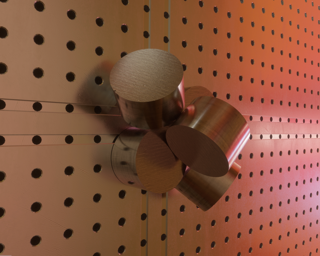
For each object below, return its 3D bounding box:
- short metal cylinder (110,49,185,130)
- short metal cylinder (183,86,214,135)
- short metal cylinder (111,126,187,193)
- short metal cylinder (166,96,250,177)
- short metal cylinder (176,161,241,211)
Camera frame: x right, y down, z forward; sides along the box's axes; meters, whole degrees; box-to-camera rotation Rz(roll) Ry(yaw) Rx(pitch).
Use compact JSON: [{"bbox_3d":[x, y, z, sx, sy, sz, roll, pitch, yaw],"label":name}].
[{"bbox_3d":[-0.012,-0.045,0.355,0.080,0.080,0.050,-54,156,-27],"label":"short metal cylinder"},{"bbox_3d":[0.036,-0.015,0.424,0.081,0.050,0.079,0,90,-40],"label":"short metal cylinder"},{"bbox_3d":[-0.012,0.037,0.384,0.081,0.050,0.079,0,90,-40],"label":"short metal cylinder"},{"bbox_3d":[0.054,0.010,0.354,0.050,0.080,0.080,-49,120,-29],"label":"short metal cylinder"},{"bbox_3d":[0.064,0.065,0.420,0.050,0.080,0.080,39,61,6],"label":"short metal cylinder"}]
